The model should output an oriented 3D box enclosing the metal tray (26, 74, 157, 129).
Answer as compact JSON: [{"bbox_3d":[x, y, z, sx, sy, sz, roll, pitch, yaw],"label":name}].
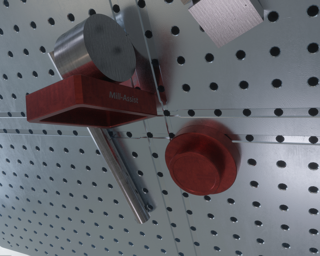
[{"bbox_3d":[-0.076,-0.025,0.370,0.090,0.131,0.030,-13,79,34],"label":"metal tray"}]

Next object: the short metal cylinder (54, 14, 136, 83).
[{"bbox_3d":[-0.074,-0.084,0.362,0.050,0.080,0.080,-17,110,35],"label":"short metal cylinder"}]

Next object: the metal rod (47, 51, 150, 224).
[{"bbox_3d":[-0.084,0.023,0.469,0.025,0.025,0.299,-11,113,33],"label":"metal rod"}]

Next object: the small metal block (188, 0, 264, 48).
[{"bbox_3d":[0.064,-0.114,0.298,0.050,0.025,0.050,-26,121,37],"label":"small metal block"}]

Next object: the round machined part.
[{"bbox_3d":[0.051,0.049,0.404,0.098,0.042,0.097,13,124,21],"label":"round machined part"}]

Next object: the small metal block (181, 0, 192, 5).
[{"bbox_3d":[0.031,-0.157,0.298,0.050,0.025,0.050,-30,102,37],"label":"small metal block"}]
